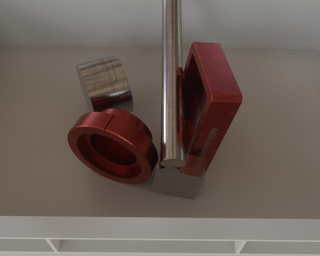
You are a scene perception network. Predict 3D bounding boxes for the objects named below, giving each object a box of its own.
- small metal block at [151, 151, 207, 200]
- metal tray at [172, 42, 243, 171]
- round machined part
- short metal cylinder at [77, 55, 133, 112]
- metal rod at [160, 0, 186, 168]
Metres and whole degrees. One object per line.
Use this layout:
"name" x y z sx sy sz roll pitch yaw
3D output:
"small metal block" 0.020 0.052 0.342 0.050 0.050 0.025 13 51 -1
"metal tray" 0.044 -0.019 0.351 0.030 0.129 0.090 1 50 -12
"round machined part" -0.047 0.017 0.343 0.098 0.097 0.042 16 52 13
"short metal cylinder" -0.074 -0.051 0.412 0.050 0.080 0.080 -19 53 -16
"metal rod" 0.015 -0.098 0.375 0.025 0.025 0.299 1 63 0
